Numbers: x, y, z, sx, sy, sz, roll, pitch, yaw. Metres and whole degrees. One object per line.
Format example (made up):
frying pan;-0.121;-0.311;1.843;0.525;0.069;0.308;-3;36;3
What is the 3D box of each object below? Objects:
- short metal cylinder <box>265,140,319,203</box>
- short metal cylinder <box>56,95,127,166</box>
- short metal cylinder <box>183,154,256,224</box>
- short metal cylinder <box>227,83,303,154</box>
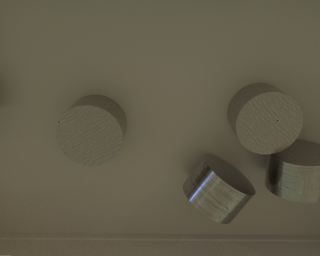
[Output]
short metal cylinder;0.180;0.053;0.403;0.080;0.080;0.050;-3;110;1
short metal cylinder;-0.085;0.002;0.398;0.081;0.050;0.079;0;110;0
short metal cylinder;0.078;0.079;0.412;0.080;0.080;0.050;30;107;-11
short metal cylinder;0.131;-0.013;0.394;0.081;0.050;0.079;0;110;0
